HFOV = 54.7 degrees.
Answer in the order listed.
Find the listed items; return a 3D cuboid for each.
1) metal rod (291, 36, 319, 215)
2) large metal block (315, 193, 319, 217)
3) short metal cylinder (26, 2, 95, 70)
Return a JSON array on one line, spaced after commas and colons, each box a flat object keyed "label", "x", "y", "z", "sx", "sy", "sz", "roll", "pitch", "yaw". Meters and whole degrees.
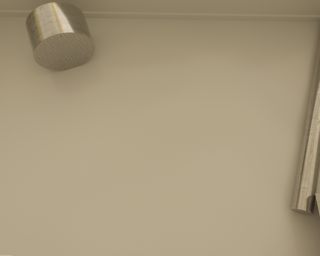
[{"label": "metal rod", "x": 0.217, "y": -0.032, "z": 0.424, "sx": 0.025, "sy": 0.025, "sz": 0.299, "roll": 17, "pitch": 71, "yaw": 6}, {"label": "large metal block", "x": 0.225, "y": 0.111, "z": 0.341, "sx": 0.080, "sy": 0.050, "sz": 0.080, "roll": -12, "pitch": 68, "yaw": 26}, {"label": "short metal cylinder", "x": -0.136, "y": -0.123, "z": 0.424, "sx": 0.081, "sy": 0.080, "sz": 0.050, "roll": -19, "pitch": 71, "yaw": -7}]
